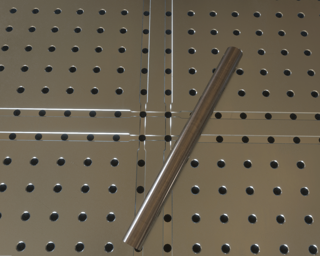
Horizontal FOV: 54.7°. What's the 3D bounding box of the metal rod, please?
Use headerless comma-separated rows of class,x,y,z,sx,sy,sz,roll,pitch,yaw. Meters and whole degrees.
metal rod,0.038,0.013,0.407,0.025,0.025,0.300,27,72,9
